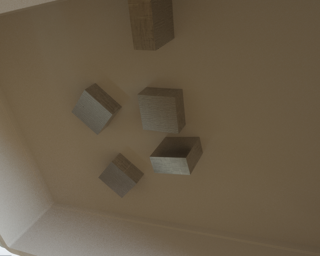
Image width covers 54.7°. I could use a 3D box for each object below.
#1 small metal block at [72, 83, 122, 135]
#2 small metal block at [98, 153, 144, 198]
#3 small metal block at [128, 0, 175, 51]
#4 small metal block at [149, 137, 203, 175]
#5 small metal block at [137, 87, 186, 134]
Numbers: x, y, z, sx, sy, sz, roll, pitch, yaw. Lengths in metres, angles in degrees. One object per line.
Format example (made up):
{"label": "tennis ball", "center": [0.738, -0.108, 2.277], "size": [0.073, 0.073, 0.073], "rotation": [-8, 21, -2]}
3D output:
{"label": "small metal block", "center": [-0.090, -0.026, 0.440], "size": [0.050, 0.025, 0.050], "rotation": [42, 129, -1]}
{"label": "small metal block", "center": [-0.061, 0.075, 0.488], "size": [0.050, 0.025, 0.050], "rotation": [41, 129, -1]}
{"label": "small metal block", "center": [-0.007, -0.114, 0.326], "size": [0.025, 0.050, 0.050], "rotation": [9, 122, 24]}
{"label": "small metal block", "center": [0.022, 0.035, 0.402], "size": [0.050, 0.050, 0.025], "rotation": [-1, 118, 29]}
{"label": "small metal block", "center": [0.003, -0.023, 0.393], "size": [0.050, 0.025, 0.050], "rotation": [7, 122, 25]}
